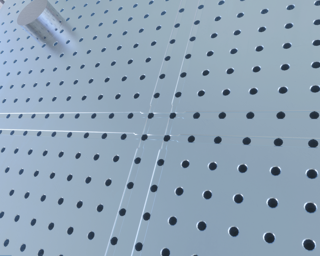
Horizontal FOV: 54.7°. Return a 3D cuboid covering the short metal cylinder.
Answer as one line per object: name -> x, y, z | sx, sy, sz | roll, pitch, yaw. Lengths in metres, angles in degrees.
short metal cylinder -> -0.260, -0.235, 0.673 | 0.080, 0.050, 0.080 | -13, 56, 21
